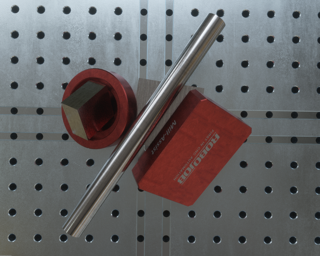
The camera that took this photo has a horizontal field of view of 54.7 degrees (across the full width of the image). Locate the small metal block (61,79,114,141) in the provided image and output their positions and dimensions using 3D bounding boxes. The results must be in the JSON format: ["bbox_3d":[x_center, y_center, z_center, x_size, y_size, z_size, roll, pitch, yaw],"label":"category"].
[{"bbox_3d":[-0.085,-0.022,0.372,0.025,0.050,0.050,22,51,25],"label":"small metal block"}]

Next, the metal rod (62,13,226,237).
[{"bbox_3d":[-0.018,-0.004,0.363,0.025,0.025,0.299,35,90,-1],"label":"metal rod"}]

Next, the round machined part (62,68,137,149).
[{"bbox_3d":[-0.072,-0.024,0.391,0.098,0.042,0.097,1,93,25],"label":"round machined part"}]

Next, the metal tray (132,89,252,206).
[{"bbox_3d":[0.038,0.029,0.378,0.090,0.030,0.129,28,105,-32],"label":"metal tray"}]

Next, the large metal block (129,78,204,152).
[{"bbox_3d":[0.008,-0.015,0.401,0.081,0.050,0.080,9,90,-1],"label":"large metal block"}]
